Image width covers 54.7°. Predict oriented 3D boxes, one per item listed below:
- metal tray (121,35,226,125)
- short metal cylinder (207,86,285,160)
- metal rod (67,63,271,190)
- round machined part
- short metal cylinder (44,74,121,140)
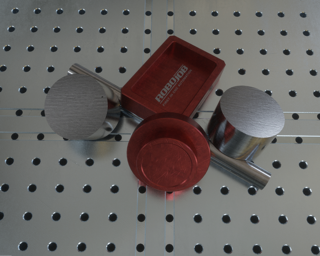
[{"bbox_3d":[0.019,-0.060,0.416,0.090,0.030,0.130,30,59,10],"label":"metal tray"},{"bbox_3d":[0.106,-0.007,0.389,0.081,0.050,0.080,7,53,-8],"label":"short metal cylinder"},{"bbox_3d":[0.005,-0.007,0.414,0.301,0.025,0.025,30,73,10],"label":"metal rod"},{"bbox_3d":[0.009,0.034,0.361,0.099,0.042,0.097,2,113,5],"label":"round machined part"},{"bbox_3d":[-0.096,-0.024,0.394,0.080,0.050,0.080,-1,87,10],"label":"short metal cylinder"}]
